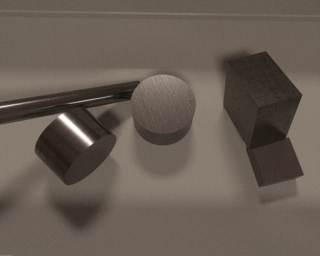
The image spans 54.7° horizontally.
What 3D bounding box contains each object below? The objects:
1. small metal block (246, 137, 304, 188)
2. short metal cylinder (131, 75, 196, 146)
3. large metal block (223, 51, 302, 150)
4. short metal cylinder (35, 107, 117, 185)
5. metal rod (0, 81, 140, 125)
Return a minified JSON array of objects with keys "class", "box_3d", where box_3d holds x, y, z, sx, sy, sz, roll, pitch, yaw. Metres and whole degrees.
[{"class":"small metal block","box_3d":[0.146,0.044,0.395,0.050,0.025,0.050,-12,71,-5]},{"class":"short metal cylinder","box_3d":[0.004,-0.022,0.405,0.081,0.050,0.080,0,70,-1]},{"class":"large metal block","box_3d":[0.120,-0.033,0.383,0.050,0.080,0.080,-16,52,-6]},{"class":"short metal cylinder","box_3d":[-0.099,0.022,0.371,0.050,0.080,0.080,41,75,13]},{"class":"metal rod","box_3d":[-0.157,-0.021,0.356,0.303,0.025,0.025,-14,69,-30]}]
